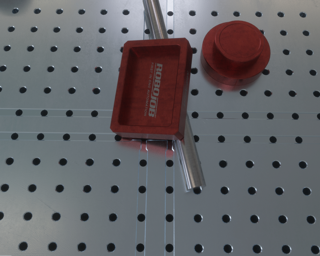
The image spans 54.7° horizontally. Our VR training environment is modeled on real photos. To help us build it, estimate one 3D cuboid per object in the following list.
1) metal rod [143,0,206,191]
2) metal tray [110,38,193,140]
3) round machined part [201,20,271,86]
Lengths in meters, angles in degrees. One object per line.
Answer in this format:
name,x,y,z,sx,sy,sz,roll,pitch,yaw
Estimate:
metal rod,0.015,-0.063,0.434,0.025,0.025,0.299,-11,70,-4
metal tray,-0.009,-0.052,0.407,0.090,0.030,0.129,2,75,18
round machined part,0.110,-0.114,0.445,0.099,0.042,0.098,0,70,0
